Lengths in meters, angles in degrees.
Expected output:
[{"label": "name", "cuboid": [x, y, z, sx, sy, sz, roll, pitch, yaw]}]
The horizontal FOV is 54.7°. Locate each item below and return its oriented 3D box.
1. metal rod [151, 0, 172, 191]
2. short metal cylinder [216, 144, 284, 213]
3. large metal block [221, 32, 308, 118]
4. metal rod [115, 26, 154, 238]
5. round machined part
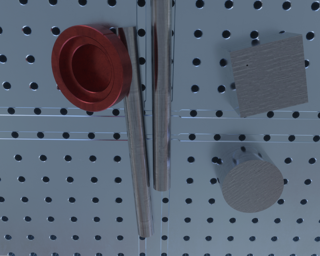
[{"label": "metal rod", "cuboid": [0.002, -0.055, 0.393, 0.025, 0.025, 0.298, 0, 110, 0]}, {"label": "short metal cylinder", "cuboid": [0.121, 0.069, 0.427, 0.081, 0.050, 0.079, 0, 110, -1]}, {"label": "large metal block", "cuboid": [0.126, -0.066, 0.378, 0.080, 0.050, 0.080, -13, 110, 4]}, {"label": "metal rod", "cuboid": [-0.031, 0.019, 0.420, 0.025, 0.025, 0.298, -4, 110, 1]}, {"label": "round machined part", "cuboid": [-0.075, -0.071, 0.364, 0.098, 0.042, 0.097, 10, 114, 23]}]
